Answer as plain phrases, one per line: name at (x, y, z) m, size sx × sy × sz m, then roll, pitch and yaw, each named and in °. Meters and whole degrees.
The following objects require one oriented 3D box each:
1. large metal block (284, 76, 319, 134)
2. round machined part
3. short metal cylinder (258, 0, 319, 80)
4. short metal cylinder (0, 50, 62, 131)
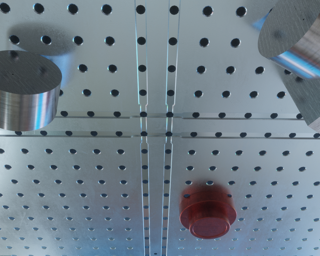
large metal block at (0.197, -0.042, 0.341) m, size 0.050 × 0.080 × 0.080 m, roll 28°, pitch 125°, yaw -22°
round machined part at (0.083, 0.155, 0.533) m, size 0.099 × 0.042 × 0.097 m, roll 0°, pitch 130°, yaw 0°
short metal cylinder at (0.142, -0.093, 0.297) m, size 0.050 × 0.080 × 0.080 m, roll 23°, pitch 126°, yaw -19°
short metal cylinder at (-0.152, -0.042, 0.338) m, size 0.081 × 0.080 × 0.050 m, roll 14°, pitch 129°, yaw -12°
